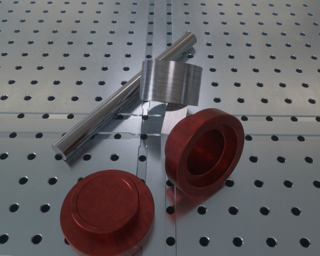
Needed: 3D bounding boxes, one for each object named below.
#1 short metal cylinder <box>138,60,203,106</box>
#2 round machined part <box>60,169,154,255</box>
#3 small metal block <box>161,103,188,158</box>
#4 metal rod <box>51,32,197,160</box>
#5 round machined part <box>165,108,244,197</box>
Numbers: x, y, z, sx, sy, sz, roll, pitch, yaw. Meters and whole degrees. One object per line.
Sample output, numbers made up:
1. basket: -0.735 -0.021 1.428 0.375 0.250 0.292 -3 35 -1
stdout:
1. short metal cylinder: 0.014 -0.058 0.413 0.080 0.080 0.050 7 94 6
2. round machined part: -0.055 0.085 0.325 0.099 0.042 0.098 0 50 0
3. small metal block: 0.018 0.005 0.388 0.025 0.050 0.050 8 51 6
4. metal rod: -0.036 -0.063 0.459 0.025 0.025 0.301 29 56 22
5. round machined part: 0.045 0.023 0.345 0.099 0.097 0.042 -31 38 -23
